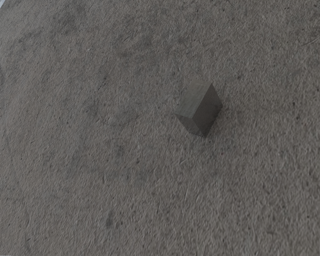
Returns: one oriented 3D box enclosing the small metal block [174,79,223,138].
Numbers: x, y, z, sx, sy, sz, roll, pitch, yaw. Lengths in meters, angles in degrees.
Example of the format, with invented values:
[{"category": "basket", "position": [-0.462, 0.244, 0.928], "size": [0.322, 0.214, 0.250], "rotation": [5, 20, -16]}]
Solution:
[{"category": "small metal block", "position": [0.048, -0.023, 0.377], "size": [0.025, 0.050, 0.050], "rotation": [19, 72, 35]}]
